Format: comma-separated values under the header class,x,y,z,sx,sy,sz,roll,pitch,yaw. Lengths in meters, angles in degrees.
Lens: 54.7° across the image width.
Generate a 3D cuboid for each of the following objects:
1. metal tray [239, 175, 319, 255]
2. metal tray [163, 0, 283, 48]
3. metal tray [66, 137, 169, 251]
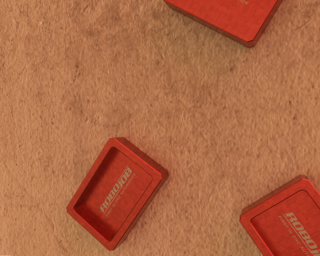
class,x,y,z,sx,sy,sz,roll,pitch,yaw
metal tray,0.164,0.130,0.348,0.090,0.030,0.130,-37,79,16
metal tray,0.079,-0.168,0.378,0.130,0.030,0.090,33,100,16
metal tray,-0.060,0.088,0.426,0.090,0.030,0.129,36,101,16
